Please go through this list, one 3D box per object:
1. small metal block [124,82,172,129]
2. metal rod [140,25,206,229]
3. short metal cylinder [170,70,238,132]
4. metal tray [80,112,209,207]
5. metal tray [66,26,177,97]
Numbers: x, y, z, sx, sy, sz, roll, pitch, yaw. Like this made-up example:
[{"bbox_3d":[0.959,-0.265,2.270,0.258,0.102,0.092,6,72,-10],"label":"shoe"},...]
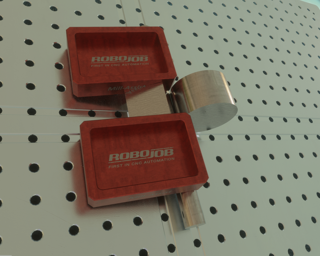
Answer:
[{"bbox_3d":[-0.015,-0.026,0.398,0.050,0.025,0.050,-13,65,0],"label":"small metal block"},{"bbox_3d":[0.008,-0.019,0.419,0.025,0.025,0.299,0,62,-28],"label":"metal rod"},{"bbox_3d":[0.058,-0.034,0.421,0.081,0.080,0.050,0,62,-28],"label":"short metal cylinder"},{"bbox_3d":[-0.020,0.032,0.352,0.131,0.030,0.090,-6,64,-17],"label":"metal tray"},{"bbox_3d":[-0.052,-0.090,0.410,0.131,0.030,0.090,-6,64,-17],"label":"metal tray"}]
